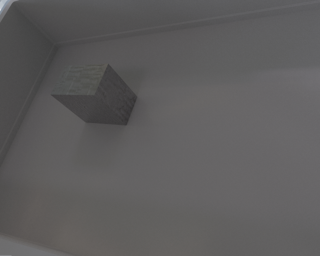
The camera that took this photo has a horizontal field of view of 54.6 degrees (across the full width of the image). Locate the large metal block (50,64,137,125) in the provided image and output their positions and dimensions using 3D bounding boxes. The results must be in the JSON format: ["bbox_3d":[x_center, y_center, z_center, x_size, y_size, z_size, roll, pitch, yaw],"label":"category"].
[{"bbox_3d":[-0.093,-0.047,0.449,0.080,0.080,0.050,4,64,30],"label":"large metal block"}]
